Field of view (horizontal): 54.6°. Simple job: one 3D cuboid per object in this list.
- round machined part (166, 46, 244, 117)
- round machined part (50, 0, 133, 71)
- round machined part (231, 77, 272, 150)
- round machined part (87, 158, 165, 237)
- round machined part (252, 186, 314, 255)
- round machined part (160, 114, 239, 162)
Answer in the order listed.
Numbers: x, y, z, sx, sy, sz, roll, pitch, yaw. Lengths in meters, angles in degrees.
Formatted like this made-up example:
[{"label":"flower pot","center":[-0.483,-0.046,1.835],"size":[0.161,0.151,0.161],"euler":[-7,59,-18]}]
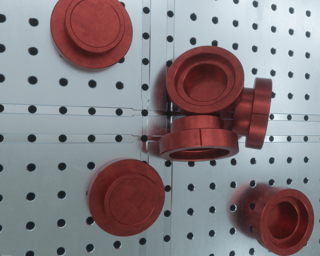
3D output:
[{"label":"round machined part","center":[0.060,-0.055,0.408],"size":[0.098,0.042,0.098],"euler":[-5,68,12]},{"label":"round machined part","center":[-0.080,-0.120,0.374],"size":[0.099,0.042,0.097],"euler":[0,90,-20]},{"label":"round machined part","center":[0.124,-0.021,0.428],"size":[0.042,0.098,0.098],"euler":[8,87,14]},{"label":"round machined part","center":[-0.039,0.088,0.389],"size":[0.099,0.042,0.097],"euler":[0,90,-20]},{"label":"round machined part","center":[0.180,0.137,0.470],"size":[0.099,0.042,0.097],"euler":[0,90,-20]},{"label":"round machined part","center":[0.048,0.013,0.394],"size":[0.099,0.098,0.042],"euler":[4,72,-20]}]
